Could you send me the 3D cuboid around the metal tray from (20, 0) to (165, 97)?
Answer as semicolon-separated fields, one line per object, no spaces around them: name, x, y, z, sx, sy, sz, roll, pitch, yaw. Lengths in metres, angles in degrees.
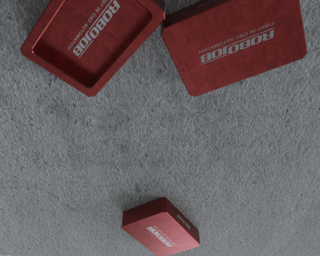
metal tray;-0.069;-0.102;0.316;0.090;0.030;0.130;34;122;-26

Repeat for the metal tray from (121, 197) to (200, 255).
metal tray;0.004;0.183;0.560;0.090;0.030;0.130;-25;126;19

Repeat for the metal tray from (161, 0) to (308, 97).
metal tray;0.077;-0.094;0.324;0.130;0.030;0.090;-19;128;15
